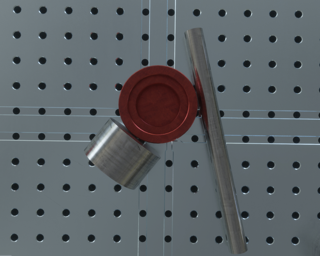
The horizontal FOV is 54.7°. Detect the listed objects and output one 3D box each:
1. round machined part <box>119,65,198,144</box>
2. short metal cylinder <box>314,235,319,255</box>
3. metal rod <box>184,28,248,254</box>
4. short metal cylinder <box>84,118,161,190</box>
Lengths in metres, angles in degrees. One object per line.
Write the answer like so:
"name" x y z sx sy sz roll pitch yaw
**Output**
"round machined part" -0.002 -0.029 0.405 0.099 0.042 0.097 0 90 0
"short metal cylinder" 0.253 0.172 0.403 0.081 0.050 0.080 0 90 0
"metal rod" 0.075 0.017 0.413 0.025 0.025 0.298 -12 90 0
"short metal cylinder" -0.046 0.031 0.385 0.080 0.080 0.050 39 90 0
